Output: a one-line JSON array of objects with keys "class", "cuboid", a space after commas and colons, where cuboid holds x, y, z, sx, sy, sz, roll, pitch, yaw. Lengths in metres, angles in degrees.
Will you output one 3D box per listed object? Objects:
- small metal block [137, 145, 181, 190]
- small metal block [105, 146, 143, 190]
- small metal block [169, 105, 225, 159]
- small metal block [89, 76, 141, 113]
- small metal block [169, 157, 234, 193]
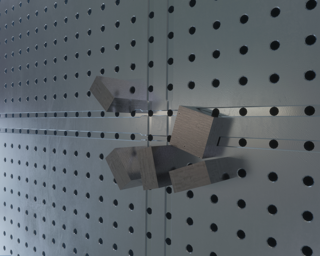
[{"class": "small metal block", "cuboid": [0.001, 0.049, 0.393, 0.025, 0.050, 0.050, -18, 79, 39]}, {"class": "small metal block", "cuboid": [-0.040, 0.054, 0.427, 0.025, 0.050, 0.050, -44, 63, 31]}, {"class": "small metal block", "cuboid": [0.044, 0.004, 0.374, 0.050, 0.025, 0.050, 23, 105, 37]}, {"class": "small metal block", "cuboid": [-0.065, -0.048, 0.448, 0.050, 0.050, 0.025, 49, 119, 28]}, {"class": "small metal block", "cuboid": [0.047, 0.053, 0.355, 0.050, 0.050, 0.025, -23, 75, 38]}]
